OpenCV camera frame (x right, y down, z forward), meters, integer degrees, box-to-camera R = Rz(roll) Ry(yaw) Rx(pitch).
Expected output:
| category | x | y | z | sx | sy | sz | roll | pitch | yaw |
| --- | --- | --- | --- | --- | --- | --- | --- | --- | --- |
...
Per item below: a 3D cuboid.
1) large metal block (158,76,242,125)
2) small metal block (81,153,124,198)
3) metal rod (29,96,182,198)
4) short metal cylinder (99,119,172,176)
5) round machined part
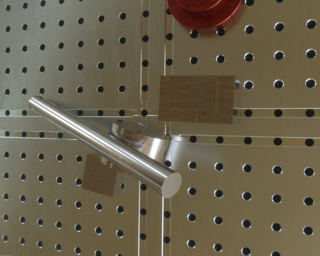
| category | x | y | z | sx | sy | sz | roll | pitch | yaw |
| --- | --- | --- | --- | --- | --- | --- | --- | --- | --- |
| large metal block | 0.051 | -0.031 | 0.365 | 0.080 | 0.080 | 0.050 | 3 | 91 | 19 |
| small metal block | -0.079 | 0.065 | 0.439 | 0.050 | 0.025 | 0.050 | 12 | 94 | 19 |
| metal rod | -0.090 | 0.007 | 0.379 | 0.300 | 0.025 | 0.025 | 24 | 99 | 43 |
| short metal cylinder | -0.030 | 0.025 | 0.393 | 0.080 | 0.080 | 0.050 | 20 | 97 | 18 |
| round machined part | 0.055 | -0.171 | 0.384 | 0.098 | 0.042 | 0.097 | 0 | 90 | 19 |
